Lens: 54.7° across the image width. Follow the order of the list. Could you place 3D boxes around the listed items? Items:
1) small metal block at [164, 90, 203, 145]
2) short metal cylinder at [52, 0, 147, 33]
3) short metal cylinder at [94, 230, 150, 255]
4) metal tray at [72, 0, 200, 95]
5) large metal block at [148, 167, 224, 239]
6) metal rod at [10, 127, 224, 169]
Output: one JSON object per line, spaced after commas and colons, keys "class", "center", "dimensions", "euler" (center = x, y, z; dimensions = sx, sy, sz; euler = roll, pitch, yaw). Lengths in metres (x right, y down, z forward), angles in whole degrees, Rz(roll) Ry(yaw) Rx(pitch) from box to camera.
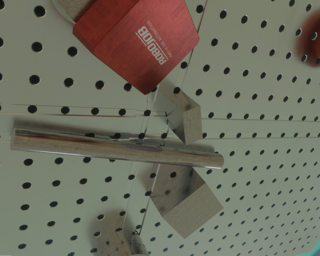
{"class": "small metal block", "center": [0.030, -0.014, 0.403], "dimensions": [0.025, 0.050, 0.050], "euler": [-21, 127, -16]}
{"class": "short metal cylinder", "center": [-0.056, -0.129, 0.279], "dimensions": [0.081, 0.050, 0.079], "euler": [-11, 116, -23]}
{"class": "short metal cylinder", "center": [-0.059, 0.210, 0.493], "dimensions": [0.081, 0.050, 0.079], "euler": [-14, 124, -21]}
{"class": "metal tray", "center": [-0.013, -0.090, 0.303], "dimensions": [0.090, 0.030, 0.130], "euler": [-45, 161, 5]}
{"class": "large metal block", "center": [0.042, 0.117, 0.490], "dimensions": [0.080, 0.050, 0.080], "euler": [-38, 129, -3]}
{"class": "metal rod", "center": [-0.032, 0.032, 0.413], "dimensions": [0.302, 0.025, 0.025], "euler": [10, 114, -33]}
